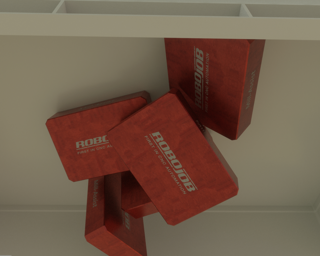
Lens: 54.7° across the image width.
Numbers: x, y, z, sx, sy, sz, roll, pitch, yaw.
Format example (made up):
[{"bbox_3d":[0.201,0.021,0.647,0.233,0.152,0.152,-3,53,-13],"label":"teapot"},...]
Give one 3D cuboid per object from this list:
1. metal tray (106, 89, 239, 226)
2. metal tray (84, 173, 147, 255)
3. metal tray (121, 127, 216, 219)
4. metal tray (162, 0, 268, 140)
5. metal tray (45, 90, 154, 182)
[{"bbox_3d":[0.015,0.033,0.342,0.090,0.030,0.130,-32,97,17],"label":"metal tray"},{"bbox_3d":[-0.061,0.114,0.435,0.030,0.130,0.090,-31,124,13],"label":"metal tray"},{"bbox_3d":[0.012,0.058,0.413,0.130,0.090,0.030,-21,137,16],"label":"metal tray"},{"bbox_3d":[0.051,-0.055,0.313,0.090,0.030,0.129,30,149,29],"label":"metal tray"},{"bbox_3d":[-0.066,0.012,0.395,0.131,0.030,0.089,-13,108,10],"label":"metal tray"}]
